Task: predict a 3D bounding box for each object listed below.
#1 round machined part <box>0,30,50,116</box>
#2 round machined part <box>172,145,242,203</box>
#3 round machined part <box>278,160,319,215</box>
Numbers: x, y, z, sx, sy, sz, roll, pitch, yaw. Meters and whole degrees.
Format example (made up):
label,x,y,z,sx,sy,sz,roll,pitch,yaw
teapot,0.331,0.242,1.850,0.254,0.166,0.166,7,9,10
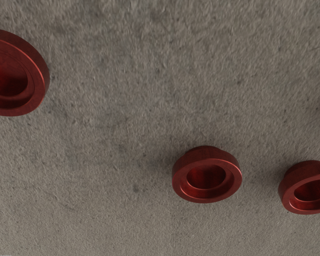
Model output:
label,x,y,z,sx,sy,sz,roll,pitch,yaw
round machined part,-0.171,-0.063,0.340,0.099,0.042,0.097,-1,130,0
round machined part,0.066,0.064,0.452,0.099,0.042,0.097,-1,130,0
round machined part,0.231,0.087,0.474,0.099,0.042,0.097,-1,130,0
